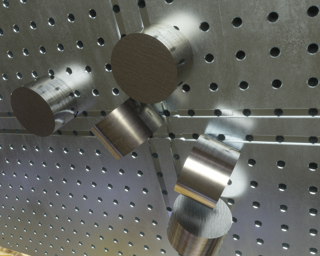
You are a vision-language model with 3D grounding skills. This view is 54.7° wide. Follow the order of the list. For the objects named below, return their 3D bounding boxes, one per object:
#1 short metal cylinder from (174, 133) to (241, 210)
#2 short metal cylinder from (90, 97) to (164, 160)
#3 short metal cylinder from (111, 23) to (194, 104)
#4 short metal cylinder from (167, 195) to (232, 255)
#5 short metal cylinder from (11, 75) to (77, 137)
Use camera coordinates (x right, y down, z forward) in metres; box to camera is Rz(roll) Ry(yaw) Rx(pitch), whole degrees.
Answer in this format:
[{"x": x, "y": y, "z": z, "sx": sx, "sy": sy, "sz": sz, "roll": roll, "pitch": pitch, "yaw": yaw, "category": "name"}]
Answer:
[{"x": 0.058, "y": 0.052, "z": 0.377, "sx": 0.050, "sy": 0.080, "sz": 0.079, "roll": 26, "pitch": 128, "yaw": 12, "category": "short metal cylinder"}, {"x": -0.041, "y": -0.005, "z": 0.395, "sx": 0.080, "sy": 0.080, "sz": 0.050, "roll": -32, "pitch": 100, "yaw": 38, "category": "short metal cylinder"}, {"x": -0.008, "y": -0.074, "z": 0.354, "sx": 0.080, "sy": 0.050, "sz": 0.079, "roll": 13, "pitch": 124, "yaw": 21, "category": "short metal cylinder"}, {"x": 0.054, "y": 0.133, "z": 0.430, "sx": 0.080, "sy": 0.080, "sz": 0.050, "roll": 22, "pitch": 127, "yaw": 14, "category": "short metal cylinder"}, {"x": -0.173, "y": -0.034, "z": 0.466, "sx": 0.080, "sy": 0.050, "sz": 0.079, "roll": 13, "pitch": 124, "yaw": 21, "category": "short metal cylinder"}]
